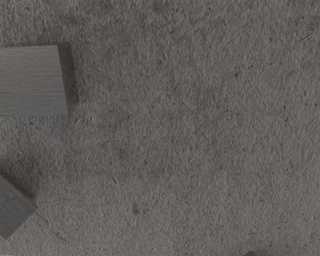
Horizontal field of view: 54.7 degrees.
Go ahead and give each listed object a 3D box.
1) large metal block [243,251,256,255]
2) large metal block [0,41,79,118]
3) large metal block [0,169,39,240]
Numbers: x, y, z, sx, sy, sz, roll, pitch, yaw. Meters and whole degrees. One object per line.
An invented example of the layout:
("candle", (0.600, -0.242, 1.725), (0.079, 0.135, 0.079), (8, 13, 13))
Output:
("large metal block", (0.139, 0.258, 0.493), (0.080, 0.050, 0.080), (-34, 107, 11))
("large metal block", (-0.149, -0.059, 0.373), (0.080, 0.050, 0.079), (-3, 110, 1))
("large metal block", (-0.211, 0.090, 0.404), (0.080, 0.080, 0.050), (48, 69, -16))
